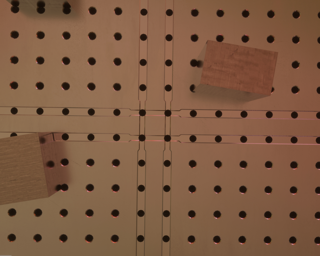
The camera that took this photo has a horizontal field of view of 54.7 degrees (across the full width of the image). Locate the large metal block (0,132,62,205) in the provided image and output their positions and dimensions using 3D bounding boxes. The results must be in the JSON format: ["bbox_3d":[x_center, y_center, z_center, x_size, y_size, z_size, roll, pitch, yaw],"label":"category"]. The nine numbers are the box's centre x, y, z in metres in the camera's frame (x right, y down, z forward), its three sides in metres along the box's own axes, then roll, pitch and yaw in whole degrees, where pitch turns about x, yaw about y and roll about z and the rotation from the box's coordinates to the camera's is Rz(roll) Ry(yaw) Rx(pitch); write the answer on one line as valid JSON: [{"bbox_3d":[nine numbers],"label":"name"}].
[{"bbox_3d":[-0.181,0.051,0.399,0.081,0.050,0.080,-9,90,-1],"label":"large metal block"}]

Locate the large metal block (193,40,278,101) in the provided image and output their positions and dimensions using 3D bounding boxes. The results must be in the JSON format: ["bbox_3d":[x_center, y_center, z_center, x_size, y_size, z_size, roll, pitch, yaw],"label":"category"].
[{"bbox_3d":[0.089,-0.068,0.387,0.080,0.080,0.050,10,90,-1],"label":"large metal block"}]

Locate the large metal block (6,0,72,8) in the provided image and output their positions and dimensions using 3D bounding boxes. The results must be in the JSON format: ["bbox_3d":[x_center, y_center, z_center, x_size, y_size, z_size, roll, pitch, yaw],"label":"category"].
[{"bbox_3d":[-0.159,-0.205,0.399,0.081,0.050,0.079,2,90,-1],"label":"large metal block"}]
